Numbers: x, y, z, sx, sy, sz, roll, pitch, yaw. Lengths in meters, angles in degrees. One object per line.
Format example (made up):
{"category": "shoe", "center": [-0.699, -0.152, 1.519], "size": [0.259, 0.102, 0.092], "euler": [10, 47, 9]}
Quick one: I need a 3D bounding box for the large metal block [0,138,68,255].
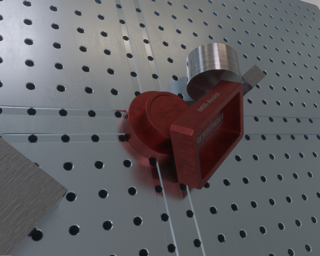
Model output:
{"category": "large metal block", "center": [-0.144, 0.067, 0.273], "size": [0.080, 0.050, 0.080], "euler": [39, 51, -2]}

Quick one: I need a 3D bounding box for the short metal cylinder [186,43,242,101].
{"category": "short metal cylinder", "center": [0.079, -0.080, 0.465], "size": [0.081, 0.080, 0.050], "euler": [13, 56, -21]}

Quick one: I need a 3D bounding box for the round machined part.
{"category": "round machined part", "center": [0.005, -0.009, 0.406], "size": [0.099, 0.042, 0.098], "euler": [14, 56, -21]}

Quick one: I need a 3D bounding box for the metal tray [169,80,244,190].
{"category": "metal tray", "center": [0.067, 0.005, 0.401], "size": [0.030, 0.089, 0.131], "euler": [15, 40, 35]}

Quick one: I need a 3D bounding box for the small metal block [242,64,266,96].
{"category": "small metal block", "center": [0.140, -0.071, 0.511], "size": [0.025, 0.050, 0.050], "euler": [48, 51, 5]}
